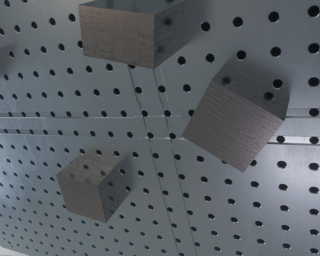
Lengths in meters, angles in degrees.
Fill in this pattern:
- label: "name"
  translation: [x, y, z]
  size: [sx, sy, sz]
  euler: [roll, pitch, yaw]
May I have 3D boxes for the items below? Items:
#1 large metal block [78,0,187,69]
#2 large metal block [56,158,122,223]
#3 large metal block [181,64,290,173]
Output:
- label: "large metal block"
  translation: [-0.025, -0.105, 0.324]
  size: [0.080, 0.080, 0.050]
  euler: [15, 124, 20]
- label: "large metal block"
  translation: [-0.117, 0.104, 0.522]
  size: [0.080, 0.050, 0.080]
  euler: [9, 122, 23]
- label: "large metal block"
  translation: [0.082, -0.011, 0.345]
  size: [0.080, 0.050, 0.080]
  euler: [31, 129, 8]
